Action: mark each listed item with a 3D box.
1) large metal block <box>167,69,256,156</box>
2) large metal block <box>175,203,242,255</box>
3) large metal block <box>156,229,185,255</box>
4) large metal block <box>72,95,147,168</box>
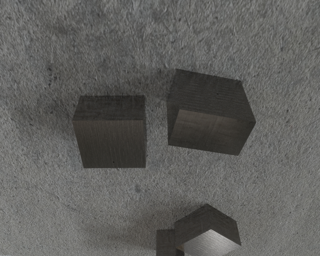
[{"bbox_3d":[0.053,-0.019,0.355,0.081,0.080,0.050,9,130,-8],"label":"large metal block"},{"bbox_3d":[0.084,0.189,0.553,0.080,0.050,0.080,35,122,-26],"label":"large metal block"},{"bbox_3d":[0.021,0.248,0.583,0.050,0.080,0.080,-3,130,2],"label":"large metal block"},{"bbox_3d":[-0.059,0.006,0.395,0.080,0.050,0.079,0,130,0],"label":"large metal block"}]
